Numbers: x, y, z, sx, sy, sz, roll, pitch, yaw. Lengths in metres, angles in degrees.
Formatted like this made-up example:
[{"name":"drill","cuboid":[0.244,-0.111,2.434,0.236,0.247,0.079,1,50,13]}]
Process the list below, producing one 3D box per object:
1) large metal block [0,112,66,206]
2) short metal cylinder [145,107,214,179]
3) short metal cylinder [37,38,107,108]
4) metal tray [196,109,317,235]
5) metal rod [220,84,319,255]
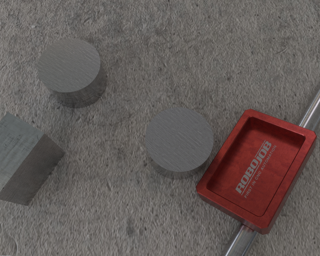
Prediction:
[{"name":"large metal block","cuboid":[-0.166,0.040,0.363,0.050,0.080,0.080,29,73,10]},{"name":"short metal cylinder","cuboid":[0.023,0.020,0.387,0.081,0.050,0.080,0,70,0]},{"name":"short metal cylinder","cuboid":[-0.117,-0.073,0.421,0.081,0.050,0.080,0,70,0]},{"name":"metal tray","cuboid":[0.115,0.047,0.372,0.090,0.030,0.130,25,70,32]},{"name":"metal rod","cuboid":[0.156,0.049,0.391,0.025,0.025,0.300,33,73,11]}]
